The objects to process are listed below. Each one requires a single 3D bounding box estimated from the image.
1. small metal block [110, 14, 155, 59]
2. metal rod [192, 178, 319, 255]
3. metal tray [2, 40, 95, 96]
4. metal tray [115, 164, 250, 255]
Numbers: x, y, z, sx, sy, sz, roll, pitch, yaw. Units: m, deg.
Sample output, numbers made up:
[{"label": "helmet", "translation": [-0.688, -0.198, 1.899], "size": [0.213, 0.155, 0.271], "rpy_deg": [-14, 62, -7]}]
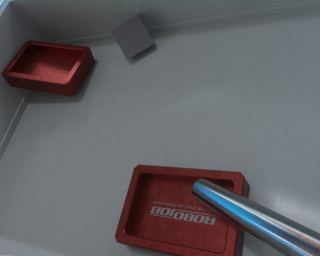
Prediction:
[{"label": "small metal block", "translation": [-0.043, -0.147, 0.497], "size": [0.050, 0.050, 0.025], "rpy_deg": [-29, 21, 10]}, {"label": "metal rod", "translation": [0.109, 0.084, 0.190], "size": [0.025, 0.025, 0.300], "rpy_deg": [-54, 25, -10]}, {"label": "metal tray", "translation": [-0.191, -0.106, 0.535], "size": [0.130, 0.030, 0.090], "rpy_deg": [10, 57, 15]}, {"label": "metal tray", "translation": [0.023, 0.090, 0.333], "size": [0.130, 0.030, 0.090], "rpy_deg": [1, 62, 28]}]
